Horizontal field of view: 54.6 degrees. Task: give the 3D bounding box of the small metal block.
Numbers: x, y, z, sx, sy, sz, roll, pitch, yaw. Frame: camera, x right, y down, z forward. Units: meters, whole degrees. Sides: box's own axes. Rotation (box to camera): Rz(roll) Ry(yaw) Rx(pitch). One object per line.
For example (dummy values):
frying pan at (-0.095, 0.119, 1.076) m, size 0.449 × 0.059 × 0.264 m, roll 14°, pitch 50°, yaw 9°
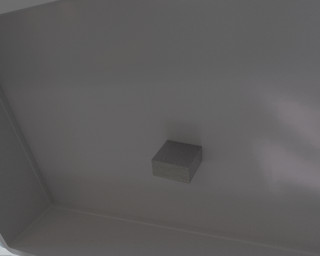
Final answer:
small metal block at (0.023, 0.043, 0.407) m, size 0.050 × 0.050 × 0.025 m, roll 10°, pitch 123°, yaw 23°
